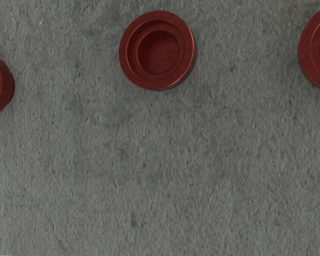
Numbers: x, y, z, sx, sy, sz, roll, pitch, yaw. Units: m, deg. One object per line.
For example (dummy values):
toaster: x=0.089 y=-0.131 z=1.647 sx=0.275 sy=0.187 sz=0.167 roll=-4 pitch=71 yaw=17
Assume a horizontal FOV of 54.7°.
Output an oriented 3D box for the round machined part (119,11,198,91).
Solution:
round machined part: x=0.000 y=-0.095 z=0.399 sx=0.098 sy=0.042 sz=0.097 roll=0 pitch=90 yaw=19

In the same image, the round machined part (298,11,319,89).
round machined part: x=0.200 y=-0.083 z=0.330 sx=0.098 sy=0.042 sz=0.097 roll=0 pitch=90 yaw=19

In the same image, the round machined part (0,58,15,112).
round machined part: x=-0.274 y=-0.067 z=0.494 sx=0.098 sy=0.042 sz=0.097 roll=0 pitch=90 yaw=19
